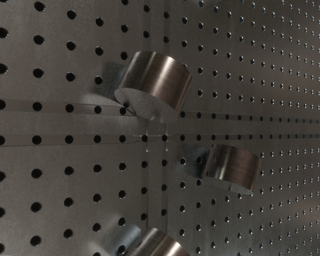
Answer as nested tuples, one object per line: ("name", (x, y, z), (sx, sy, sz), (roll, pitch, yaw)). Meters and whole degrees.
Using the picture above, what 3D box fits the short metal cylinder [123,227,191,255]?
("short metal cylinder", (-0.002, 0.168, 0.374), (0.050, 0.080, 0.080), (-43, 117, -32))

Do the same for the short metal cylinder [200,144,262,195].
("short metal cylinder", (0.106, 0.063, 0.465), (0.080, 0.080, 0.050), (31, 71, -36))

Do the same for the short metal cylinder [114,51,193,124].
("short metal cylinder", (-0.007, -0.046, 0.369), (0.080, 0.080, 0.050), (36, 68, -35))
